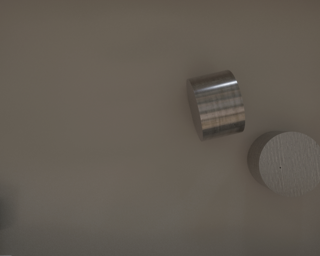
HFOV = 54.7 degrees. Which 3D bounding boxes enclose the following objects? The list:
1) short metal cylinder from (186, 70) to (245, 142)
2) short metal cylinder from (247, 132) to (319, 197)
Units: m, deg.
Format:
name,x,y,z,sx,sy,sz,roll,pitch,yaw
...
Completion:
name,x,y,z,sx,sy,sz,roll,pitch,yaw
short metal cylinder,0.067,-0.027,0.385,0.050,0.080,0.080,-13,90,0
short metal cylinder,0.160,0.044,0.401,0.081,0.050,0.079,0,90,-1
